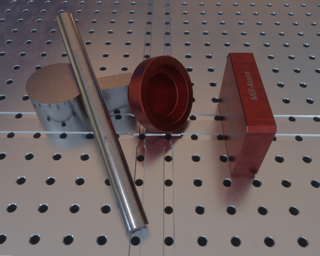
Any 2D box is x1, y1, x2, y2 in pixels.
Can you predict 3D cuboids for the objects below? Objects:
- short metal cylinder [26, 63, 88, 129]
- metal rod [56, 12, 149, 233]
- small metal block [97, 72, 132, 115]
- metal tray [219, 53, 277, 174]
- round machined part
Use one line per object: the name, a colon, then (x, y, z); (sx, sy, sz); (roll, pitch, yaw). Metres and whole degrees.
short metal cylinder: (-0.135, -0.045, 0.427); (0.081, 0.050, 0.080); (0, 50, 0)
metal rod: (-0.077, -0.024, 0.376); (0.025, 0.025, 0.299); (-17, 68, -14)
small metal block: (-0.060, -0.046, 0.429); (0.050, 0.050, 0.025); (-11, 51, -10)
metal tray: (0.102, -0.020, 0.383); (0.030, 0.089, 0.130); (0, 50, 0)
round machined part: (-0.004, -0.043, 0.407); (0.042, 0.098, 0.098); (2, 41, 44)
